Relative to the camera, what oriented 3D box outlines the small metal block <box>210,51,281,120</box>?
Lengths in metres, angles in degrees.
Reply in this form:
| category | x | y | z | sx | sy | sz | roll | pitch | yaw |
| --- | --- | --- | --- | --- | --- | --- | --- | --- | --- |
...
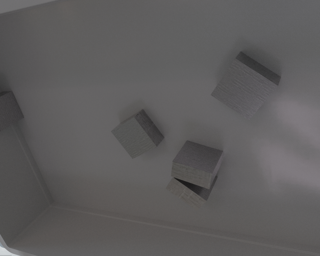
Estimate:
| category | x | y | z | sx | sy | sz | roll | pitch | yaw |
| --- | --- | --- | --- | --- | --- | --- | --- | --- | --- |
| small metal block | 0.091 | -0.045 | 0.333 | 0.050 | 0.025 | 0.050 | 34 | 129 | 5 |

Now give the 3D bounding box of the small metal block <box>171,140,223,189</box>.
| category | x | y | z | sx | sy | sz | roll | pitch | yaw |
| --- | --- | --- | --- | --- | --- | --- | --- | --- | --- |
| small metal block | 0.048 | 0.045 | 0.395 | 0.050 | 0.050 | 0.025 | 16 | 125 | 19 |

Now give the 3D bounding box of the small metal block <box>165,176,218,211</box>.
| category | x | y | z | sx | sy | sz | roll | pitch | yaw |
| --- | --- | --- | --- | --- | --- | --- | --- | --- | --- |
| small metal block | 0.043 | 0.073 | 0.415 | 0.050 | 0.050 | 0.025 | 35 | 129 | 5 |

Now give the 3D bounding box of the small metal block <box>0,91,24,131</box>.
| category | x | y | z | sx | sy | sz | roll | pitch | yaw |
| --- | --- | --- | --- | --- | --- | --- | --- | --- | --- |
| small metal block | -0.263 | -0.028 | 0.514 | 0.025 | 0.050 | 0.050 | 1 | 119 | 28 |

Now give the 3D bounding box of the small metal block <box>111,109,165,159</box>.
| category | x | y | z | sx | sy | sz | roll | pitch | yaw |
| --- | --- | --- | --- | --- | --- | --- | --- | --- | --- |
| small metal block | -0.031 | 0.009 | 0.431 | 0.050 | 0.025 | 0.050 | -29 | 103 | 37 |
